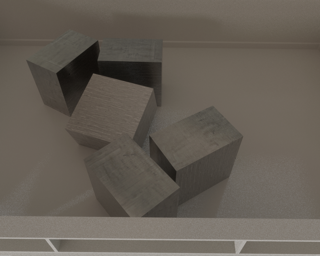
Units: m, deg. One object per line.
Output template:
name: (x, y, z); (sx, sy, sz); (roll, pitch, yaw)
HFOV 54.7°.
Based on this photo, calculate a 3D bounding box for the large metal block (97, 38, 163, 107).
large metal block: (-0.037, -0.077, 0.433); (0.081, 0.080, 0.050); (2, 50, 1)

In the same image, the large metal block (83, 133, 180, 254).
large metal block: (-0.027, 0.066, 0.313); (0.050, 0.080, 0.080); (-33, 58, -24)

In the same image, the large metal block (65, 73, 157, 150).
large metal block: (-0.057, -0.013, 0.386); (0.080, 0.050, 0.080); (16, 67, 12)

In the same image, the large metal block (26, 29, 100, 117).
large metal block: (-0.125, -0.076, 0.432); (0.050, 0.080, 0.080); (25, 54, 19)

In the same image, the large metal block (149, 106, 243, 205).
large metal block: (0.036, 0.033, 0.342); (0.081, 0.080, 0.050); (-25, 55, -20)
